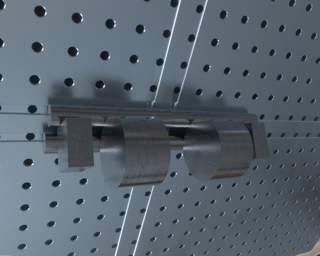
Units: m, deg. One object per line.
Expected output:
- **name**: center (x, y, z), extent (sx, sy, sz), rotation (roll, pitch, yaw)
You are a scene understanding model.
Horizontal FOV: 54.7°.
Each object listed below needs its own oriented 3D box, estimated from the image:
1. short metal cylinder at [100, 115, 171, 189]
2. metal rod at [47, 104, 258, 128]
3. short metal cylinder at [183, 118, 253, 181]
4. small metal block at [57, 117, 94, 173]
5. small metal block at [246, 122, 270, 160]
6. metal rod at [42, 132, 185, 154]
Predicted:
- **short metal cylinder**: center (-0.030, 0.026, 0.347), extent (0.050, 0.080, 0.079), rotation (1, 118, -29)
- **metal rod**: center (0.012, -0.012, 0.410), extent (0.303, 0.025, 0.025), rotation (1, 118, -29)
- **short metal cylinder**: center (0.073, 0.027, 0.404), extent (0.050, 0.080, 0.079), rotation (1, 118, -29)
- **small metal block**: center (-0.091, 0.020, 0.329), extent (0.025, 0.050, 0.050), rotation (1, 76, -29)
- **small metal block**: center (0.127, 0.022, 0.449), extent (0.025, 0.050, 0.050), rotation (1, 77, -28)
- **metal rod**: center (0.001, 0.018, 0.423), extent (0.303, 0.025, 0.025), rotation (1, 118, -29)
